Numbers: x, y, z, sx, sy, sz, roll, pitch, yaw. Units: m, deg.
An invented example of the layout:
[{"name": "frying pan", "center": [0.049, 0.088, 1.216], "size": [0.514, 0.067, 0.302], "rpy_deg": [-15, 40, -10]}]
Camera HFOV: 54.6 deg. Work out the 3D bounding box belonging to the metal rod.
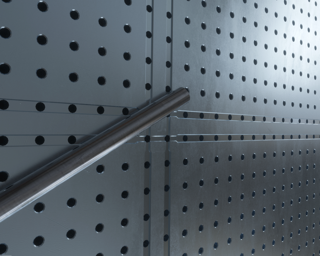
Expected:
[{"name": "metal rod", "center": [-0.071, 0.023, 0.348], "size": [0.302, 0.025, 0.025], "rpy_deg": [-33, 111, -35]}]
